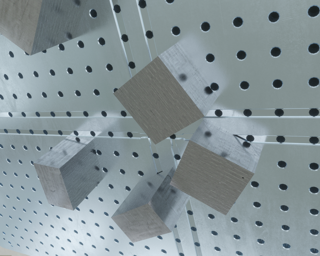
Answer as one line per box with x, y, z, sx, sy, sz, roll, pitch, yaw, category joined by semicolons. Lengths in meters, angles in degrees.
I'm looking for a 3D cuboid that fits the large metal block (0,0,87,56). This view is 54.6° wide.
-0.133;-0.142;0.359;0.050;0.080;0.080;37;129;4;large metal block

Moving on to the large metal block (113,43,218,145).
0.007;-0.039;0.368;0.080;0.050;0.080;-32;101;38;large metal block

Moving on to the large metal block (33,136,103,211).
-0.142;0.070;0.495;0.050;0.080;0.080;7;122;25;large metal block

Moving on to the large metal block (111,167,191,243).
-0.010;0.112;0.451;0.080;0.080;0.050;-31;101;38;large metal block

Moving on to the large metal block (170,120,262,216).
0.069;0.050;0.390;0.080;0.050;0.079;28;128;10;large metal block
